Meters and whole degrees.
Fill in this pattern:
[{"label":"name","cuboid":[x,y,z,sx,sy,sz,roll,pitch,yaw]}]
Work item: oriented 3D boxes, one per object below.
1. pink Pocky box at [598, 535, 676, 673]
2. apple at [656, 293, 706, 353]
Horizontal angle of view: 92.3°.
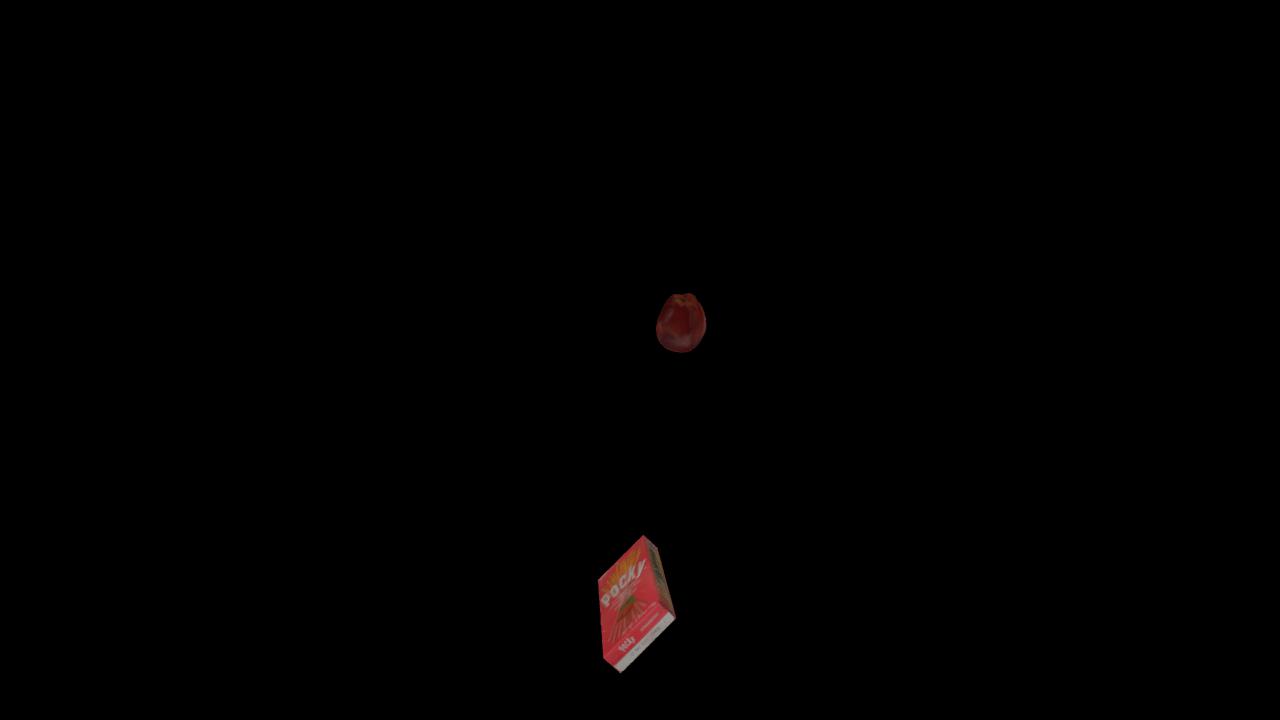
[{"label":"pink Pocky box","cuboid":[-0.008,0.267,0.693,0.029,0.084,0.155,44,4,-11]},{"label":"apple","cuboid":[0.062,-0.055,0.941,0.079,0.093,0.079,4,44,-4]}]
